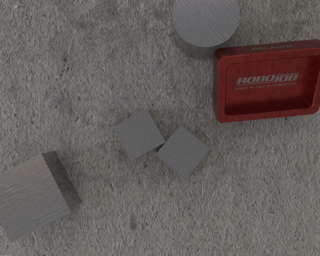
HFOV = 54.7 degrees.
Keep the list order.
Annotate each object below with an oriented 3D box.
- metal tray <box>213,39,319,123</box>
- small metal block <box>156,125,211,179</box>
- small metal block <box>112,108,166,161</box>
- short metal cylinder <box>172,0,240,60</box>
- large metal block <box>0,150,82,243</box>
[{"bbox_3d":[0.134,-0.057,0.386,0.131,0.030,0.089,-6,123,0],"label":"metal tray"},{"bbox_3d":[0.030,0.030,0.410,0.050,0.025,0.050,39,90,0],"label":"small metal block"},{"bbox_3d":[-0.027,0.009,0.410,0.050,0.025,0.050,-29,90,0],"label":"small metal block"},{"bbox_3d":[0.056,-0.133,0.394,0.080,0.050,0.080,0,86,3],"label":"short metal cylinder"},{"bbox_3d":[-0.160,0.084,0.396,0.080,0.050,0.080,-26,90,0],"label":"large metal block"}]
